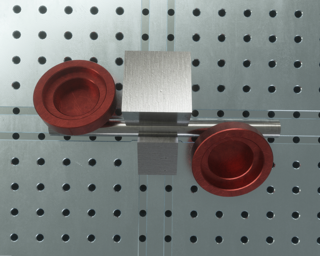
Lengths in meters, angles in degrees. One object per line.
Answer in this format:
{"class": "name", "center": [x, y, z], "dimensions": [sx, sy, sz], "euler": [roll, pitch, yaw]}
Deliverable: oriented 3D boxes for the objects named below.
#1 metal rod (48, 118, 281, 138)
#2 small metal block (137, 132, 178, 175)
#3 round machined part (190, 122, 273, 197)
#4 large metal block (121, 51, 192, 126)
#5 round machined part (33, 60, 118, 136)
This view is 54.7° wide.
{"class": "metal rod", "center": [0.006, 0.000, 0.414], "dimensions": [0.302, 0.025, 0.025], "euler": [1, 90, 0]}
{"class": "small metal block", "center": [-0.003, 0.034, 0.403], "dimensions": [0.050, 0.025, 0.050], "euler": [1, 119, 0]}
{"class": "round machined part", "center": [0.088, 0.036, 0.393], "dimensions": [0.099, 0.042, 0.097], "euler": [0, 115, 0]}
{"class": "large metal block", "center": [-0.003, -0.049, 0.389], "dimensions": [0.081, 0.050, 0.080], "euler": [1, 72, 0]}
{"class": "round machined part", "center": [-0.103, -0.034, 0.391], "dimensions": [0.099, 0.042, 0.098], "euler": [0, 64, 0]}
